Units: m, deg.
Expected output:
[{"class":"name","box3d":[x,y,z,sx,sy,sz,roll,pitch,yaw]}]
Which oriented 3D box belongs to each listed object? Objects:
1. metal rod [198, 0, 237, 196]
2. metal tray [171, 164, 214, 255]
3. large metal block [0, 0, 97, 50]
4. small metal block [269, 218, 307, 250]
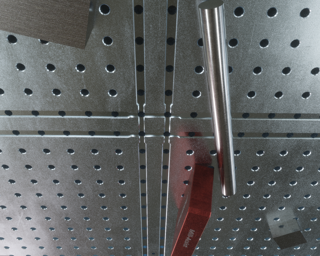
[{"class":"metal rod","box3d":[0.081,-0.012,0.402,0.025,0.025,0.298,-9,130,7]},{"class":"metal tray","box3d":[0.050,0.131,0.478,0.030,0.090,0.129,14,130,2]},{"class":"large metal block","box3d":[-0.101,-0.128,0.284,0.081,0.050,0.079,11,129,-10]},{"class":"small metal block","box3d":[0.243,0.202,0.588,0.050,0.025,0.050,-25,126,19]}]
